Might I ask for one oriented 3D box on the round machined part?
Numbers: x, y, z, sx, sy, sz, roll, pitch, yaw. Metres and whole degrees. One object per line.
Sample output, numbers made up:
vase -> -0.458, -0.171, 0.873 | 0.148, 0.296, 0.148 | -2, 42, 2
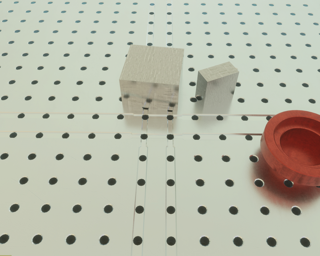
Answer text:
round machined part -> 0.171, 0.028, 0.374 | 0.099, 0.042, 0.098 | 0, 50, 0

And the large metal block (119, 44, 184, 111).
large metal block -> -0.009, -0.075, 0.454 | 0.080, 0.050, 0.080 | 6, 50, 5

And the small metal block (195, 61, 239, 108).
small metal block -> 0.081, -0.062, 0.444 | 0.050, 0.050, 0.025 | -19, 53, -15
